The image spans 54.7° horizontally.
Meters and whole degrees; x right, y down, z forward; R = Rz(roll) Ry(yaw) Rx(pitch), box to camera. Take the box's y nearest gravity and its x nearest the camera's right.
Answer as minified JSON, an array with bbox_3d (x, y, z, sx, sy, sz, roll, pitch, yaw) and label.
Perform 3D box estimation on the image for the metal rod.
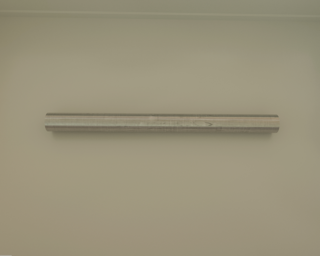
[{"bbox_3d":[0.003,-0.007,0.410,0.302,0.025,0.025,0,70,-1],"label":"metal rod"}]
